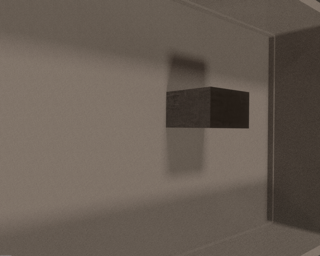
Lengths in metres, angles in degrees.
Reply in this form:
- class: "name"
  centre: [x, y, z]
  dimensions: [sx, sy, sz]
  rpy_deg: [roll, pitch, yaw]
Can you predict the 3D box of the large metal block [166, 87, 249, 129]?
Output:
- class: "large metal block"
  centre: [0.065, -0.025, 0.428]
  dimensions: [0.081, 0.080, 0.050]
  rpy_deg: [1, 90, -40]
